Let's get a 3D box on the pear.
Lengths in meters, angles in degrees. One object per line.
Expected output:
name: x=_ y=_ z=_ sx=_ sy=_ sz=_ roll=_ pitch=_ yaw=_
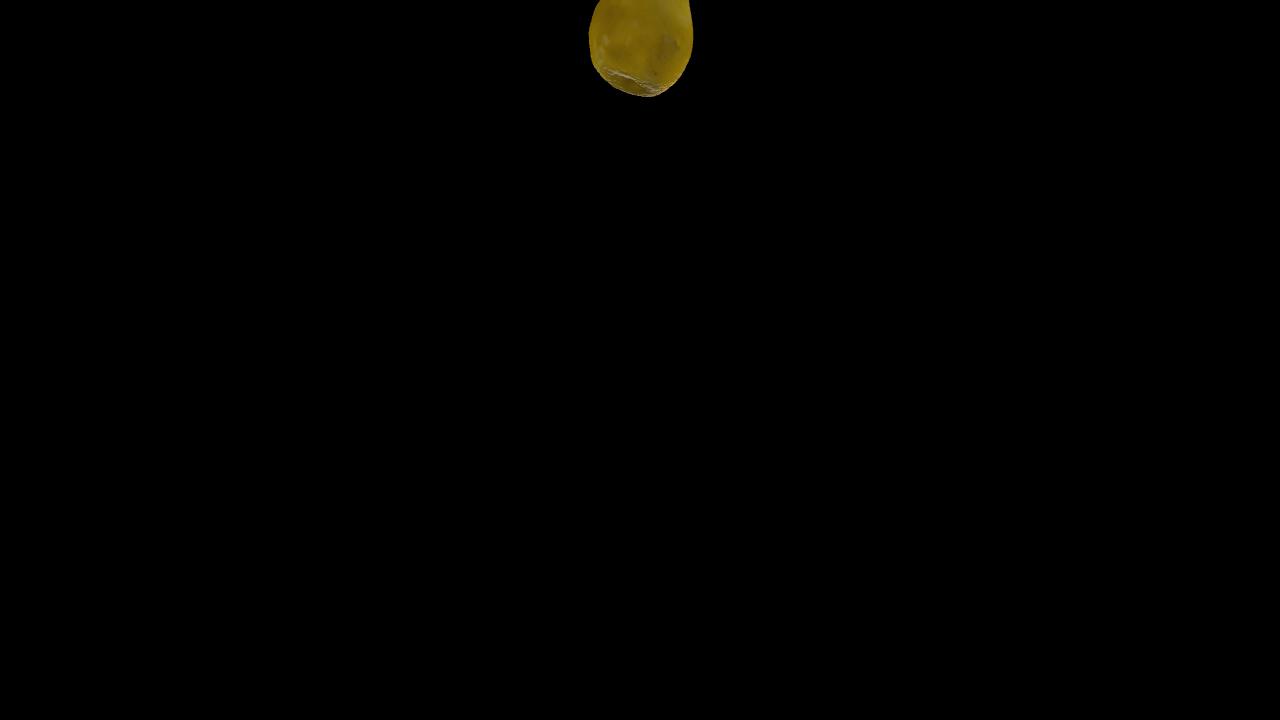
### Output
pear: x=0.008 y=-0.247 z=0.430 sx=0.080 sy=0.111 sz=0.080 roll=18 pitch=1 yaw=0
